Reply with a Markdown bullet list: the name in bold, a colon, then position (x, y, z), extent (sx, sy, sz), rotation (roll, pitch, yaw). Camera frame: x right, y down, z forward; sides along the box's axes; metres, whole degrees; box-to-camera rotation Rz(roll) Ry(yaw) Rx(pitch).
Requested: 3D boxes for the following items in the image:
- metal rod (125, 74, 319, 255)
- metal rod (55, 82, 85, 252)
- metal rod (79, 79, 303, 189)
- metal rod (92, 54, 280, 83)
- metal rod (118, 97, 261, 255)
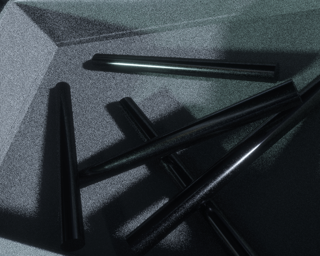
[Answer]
- **metal rod**: position (0.091, 0.023, 0.321), extent (0.301, 0.025, 0.025), rotation (-38, 51, -7)
- **metal rod**: position (-0.130, 0.026, 0.430), extent (0.025, 0.025, 0.300), rotation (-31, 43, 8)
- **metal rod**: position (0.005, 0.020, 0.354), extent (0.300, 0.025, 0.025), rotation (-24, 52, 28)
- **metal rod**: position (0.016, -0.091, 0.452), extent (0.300, 0.025, 0.025), rotation (11, 68, 32)
- **metal rod**: position (0.024, 0.055, 0.359), extent (0.025, 0.025, 0.300), rotation (-40, 51, 1)
